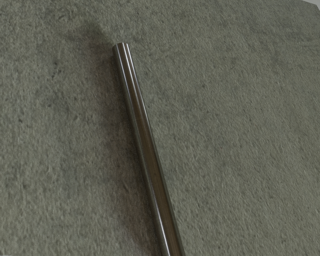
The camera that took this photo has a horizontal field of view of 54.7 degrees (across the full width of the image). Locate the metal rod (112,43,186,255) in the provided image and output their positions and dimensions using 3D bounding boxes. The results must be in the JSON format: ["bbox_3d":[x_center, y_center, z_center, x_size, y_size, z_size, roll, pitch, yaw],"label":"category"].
[{"bbox_3d":[-0.019,0.018,0.383,0.025,0.025,0.299,-1,62,-29],"label":"metal rod"}]
